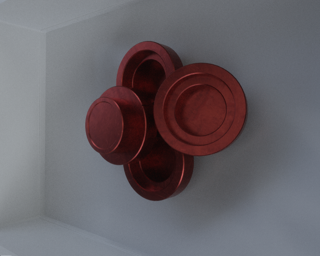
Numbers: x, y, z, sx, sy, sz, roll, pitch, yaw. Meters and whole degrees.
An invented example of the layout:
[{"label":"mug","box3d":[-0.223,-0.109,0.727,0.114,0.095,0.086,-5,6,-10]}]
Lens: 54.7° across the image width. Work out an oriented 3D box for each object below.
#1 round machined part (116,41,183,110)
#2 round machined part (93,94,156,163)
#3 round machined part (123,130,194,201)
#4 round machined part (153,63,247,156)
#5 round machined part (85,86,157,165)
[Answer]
[{"label":"round machined part","box3d":[-0.008,-0.058,0.398,0.098,0.042,0.097,0,90,39]},{"label":"round machined part","box3d":[-0.056,0.000,0.435,0.098,0.042,0.097,0,90,39]},{"label":"round machined part","box3d":[0.002,0.039,0.390,0.098,0.042,0.097,0,90,39]},{"label":"round machined part","box3d":[0.046,-0.019,0.340,0.098,0.042,0.097,-1,87,19]},{"label":"round machined part","box3d":[-0.054,-0.003,0.379,0.098,0.042,0.097,0,90,39]}]
